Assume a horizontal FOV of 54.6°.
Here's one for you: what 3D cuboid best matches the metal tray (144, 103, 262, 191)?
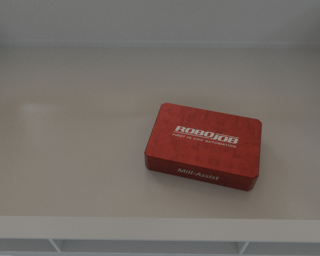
[{"bbox_3d":[0.055,0.020,0.386,0.130,0.030,0.090,11,51,9],"label":"metal tray"}]
